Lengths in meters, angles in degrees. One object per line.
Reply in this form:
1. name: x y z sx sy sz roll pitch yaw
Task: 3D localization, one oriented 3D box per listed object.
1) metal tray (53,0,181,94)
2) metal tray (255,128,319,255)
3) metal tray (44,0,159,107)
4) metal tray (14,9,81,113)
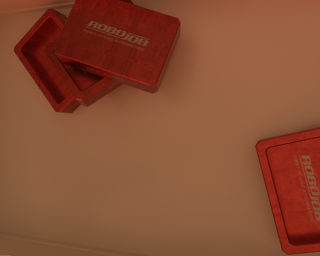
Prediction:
1. metal tray: -0.050 -0.105 0.377 0.131 0.030 0.090 19 79 6
2. metal tray: 0.169 0.068 0.348 0.090 0.030 0.129 -15 85 19
3. metal tray: -0.071 -0.100 0.408 0.130 0.030 0.090 -34 79 -5
4. metal tray: -0.147 -0.098 0.458 0.090 0.030 0.130 -41 78 15
